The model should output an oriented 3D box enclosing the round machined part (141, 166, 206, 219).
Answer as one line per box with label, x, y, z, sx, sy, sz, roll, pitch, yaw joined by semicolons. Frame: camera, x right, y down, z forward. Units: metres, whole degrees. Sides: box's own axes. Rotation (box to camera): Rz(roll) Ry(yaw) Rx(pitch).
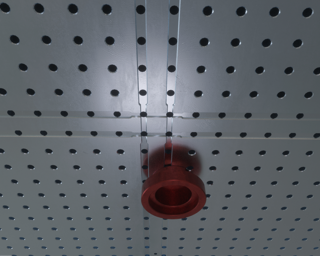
round machined part;0.021;0.097;0.483;0.099;0.042;0.097;0;130;0
